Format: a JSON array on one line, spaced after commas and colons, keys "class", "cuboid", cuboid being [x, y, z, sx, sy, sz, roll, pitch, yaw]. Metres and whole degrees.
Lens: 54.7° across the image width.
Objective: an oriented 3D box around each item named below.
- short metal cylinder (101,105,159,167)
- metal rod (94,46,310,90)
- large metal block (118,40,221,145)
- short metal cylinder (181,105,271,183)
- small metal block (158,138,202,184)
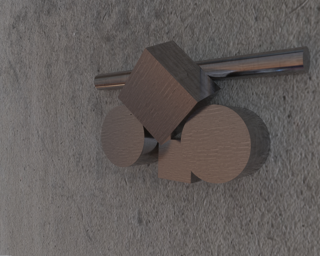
[{"class": "short metal cylinder", "cuboid": [-0.033, 0.010, 0.417, 0.080, 0.050, 0.079, 0, 90, 40]}, {"class": "metal rod", "cuboid": [0.023, -0.068, 0.387, 0.300, 0.025, 0.025, 2, 91, 40]}, {"class": "large metal block", "cuboid": [0.008, -0.041, 0.361, 0.080, 0.050, 0.080, 48, 133, 11]}, {"class": "short metal cylinder", "cuboid": [0.070, 0.016, 0.332, 0.080, 0.050, 0.079, 0, 90, 40]}, {"class": "small metal block", "cuboid": [0.025, 0.039, 0.387, 0.050, 0.025, 0.050, 3, 92, 40]}]
